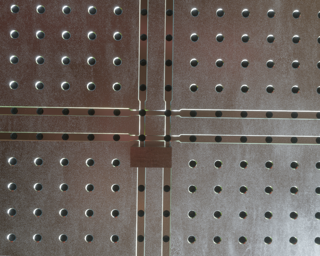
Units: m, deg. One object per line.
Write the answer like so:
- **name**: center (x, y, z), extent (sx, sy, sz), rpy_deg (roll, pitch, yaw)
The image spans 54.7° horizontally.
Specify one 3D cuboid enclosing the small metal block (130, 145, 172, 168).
- **small metal block**: center (-0.011, 0.035, 0.401), extent (0.050, 0.050, 0.025), rpy_deg (1, 90, -1)
